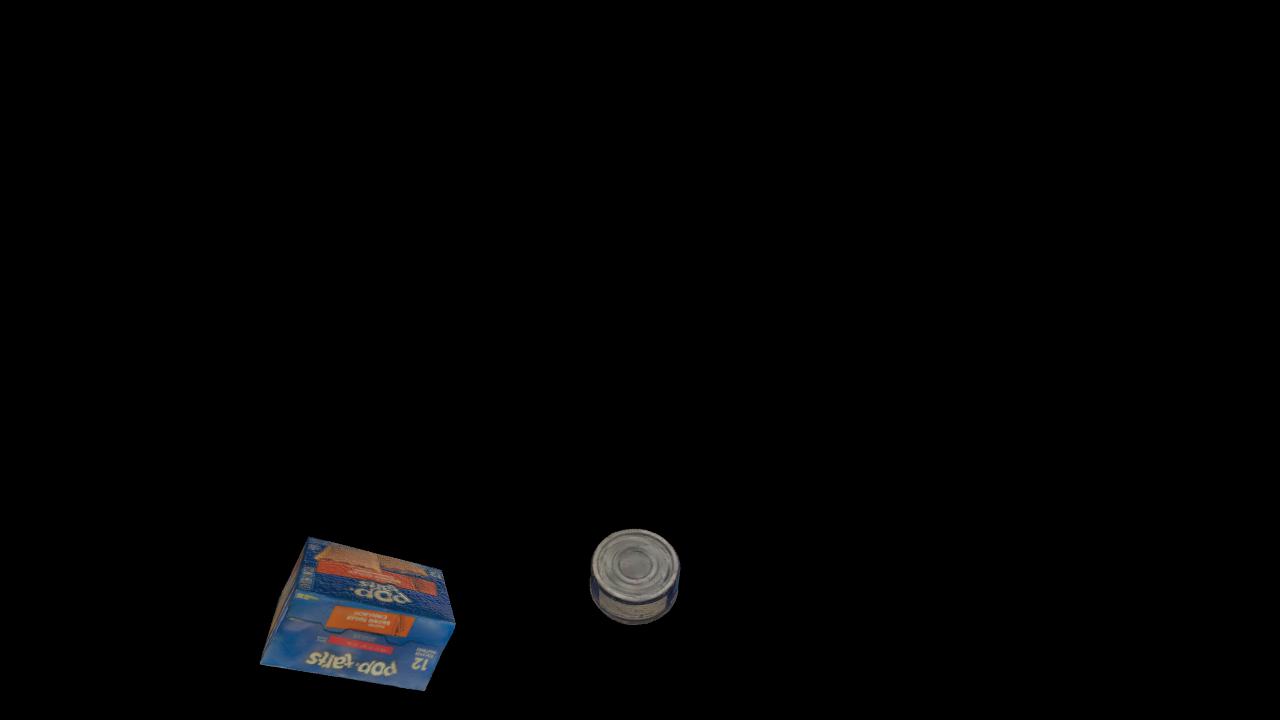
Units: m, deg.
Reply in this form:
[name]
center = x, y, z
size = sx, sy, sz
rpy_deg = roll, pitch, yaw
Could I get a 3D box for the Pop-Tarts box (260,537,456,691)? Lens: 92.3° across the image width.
[Pop-Tarts box]
center = -0.309, 0.280, 0.689
size = 0.167, 0.083, 0.141
rpy_deg = 24, -3, -24

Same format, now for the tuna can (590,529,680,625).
[tuna can]
center = -0.005, 0.198, 0.572
size = 0.084, 0.034, 0.084
rpy_deg = 2, 34, -2
